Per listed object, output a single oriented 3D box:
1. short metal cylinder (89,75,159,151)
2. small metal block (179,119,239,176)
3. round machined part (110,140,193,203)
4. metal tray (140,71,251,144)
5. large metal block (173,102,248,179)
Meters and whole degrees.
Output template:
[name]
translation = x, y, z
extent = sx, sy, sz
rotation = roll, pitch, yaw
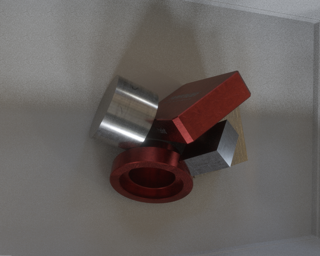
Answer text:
[short metal cylinder]
translation = -0.043, -0.016, 0.364
extent = 0.050, 0.080, 0.080
rotation = 24, 82, -19
[small metal block]
translation = 0.055, 0.022, 0.345
extent = 0.025, 0.050, 0.050
rotation = 50, 43, -21
[round machined part]
translation = -0.009, 0.051, 0.378
extent = 0.099, 0.097, 0.042
rotation = 22, 47, -19
[metal tray]
translation = 0.032, -0.023, 0.366
extent = 0.090, 0.130, 0.030
rotation = -37, 103, -17
[large metal block]
translation = 0.063, 0.012, 0.412
extent = 0.081, 0.050, 0.079
rotation = -15, 100, -20
